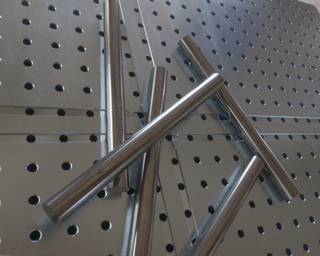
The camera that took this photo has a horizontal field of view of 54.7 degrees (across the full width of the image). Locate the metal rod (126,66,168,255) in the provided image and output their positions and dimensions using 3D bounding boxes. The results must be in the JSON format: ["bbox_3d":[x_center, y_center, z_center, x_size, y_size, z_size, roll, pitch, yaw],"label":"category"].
[{"bbox_3d":[-0.013,0.041,0.377,0.025,0.025,0.300,18,54,-18],"label":"metal rod"}]

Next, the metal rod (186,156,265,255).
[{"bbox_3d":[0.057,0.131,0.360,0.025,0.025,0.302,45,51,2],"label":"metal rod"}]

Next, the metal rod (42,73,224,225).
[{"bbox_3d":[-0.006,0.003,0.371,0.025,0.025,0.302,47,51,4],"label":"metal rod"}]

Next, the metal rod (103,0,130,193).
[{"bbox_3d":[-0.061,-0.062,0.414,0.025,0.025,0.299,8,58,-25],"label":"metal rod"}]

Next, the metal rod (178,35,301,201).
[{"bbox_3d":[0.118,-0.023,0.488,0.025,0.025,0.299,-22,74,-36],"label":"metal rod"}]
